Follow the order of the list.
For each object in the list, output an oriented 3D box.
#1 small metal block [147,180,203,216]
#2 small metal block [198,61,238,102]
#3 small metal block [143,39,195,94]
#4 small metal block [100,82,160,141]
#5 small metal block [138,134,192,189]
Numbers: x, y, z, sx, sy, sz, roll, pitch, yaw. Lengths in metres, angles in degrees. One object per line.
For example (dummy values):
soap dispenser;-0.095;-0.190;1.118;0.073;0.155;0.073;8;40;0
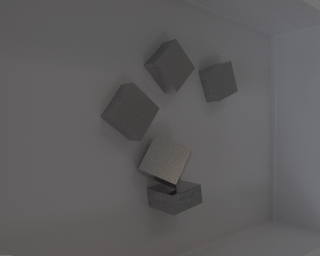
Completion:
small metal block;0.019;0.089;0.406;0.050;0.050;0.025;-11;99;-39
small metal block;0.092;-0.072;0.483;0.050;0.025;0.050;-27;107;-37
small metal block;0.014;-0.082;0.418;0.050;0.025;0.050;51;60;-28
small metal block;-0.035;-0.019;0.377;0.050;0.025;0.050;43;64;-32
small metal block;0.007;0.043;0.394;0.025;0.050;0.050;82;32;-65
